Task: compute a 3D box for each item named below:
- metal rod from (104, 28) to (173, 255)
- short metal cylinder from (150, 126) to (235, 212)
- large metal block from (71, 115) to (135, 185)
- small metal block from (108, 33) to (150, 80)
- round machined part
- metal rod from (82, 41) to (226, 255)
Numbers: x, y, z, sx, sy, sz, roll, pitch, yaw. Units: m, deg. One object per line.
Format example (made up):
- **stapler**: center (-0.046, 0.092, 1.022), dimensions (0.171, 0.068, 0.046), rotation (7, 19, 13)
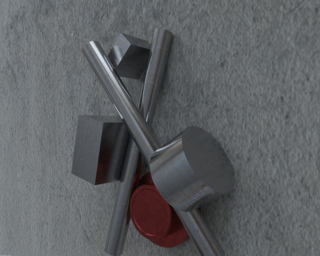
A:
- **metal rod**: center (-0.029, 0.020, 0.408), dimensions (0.025, 0.025, 0.298), rotation (15, 93, 38)
- **short metal cylinder**: center (0.036, 0.045, 0.340), dimensions (0.050, 0.081, 0.080), rotation (-39, 67, 33)
- **large metal block**: center (-0.068, 0.027, 0.424), dimensions (0.050, 0.081, 0.079), rotation (15, 100, 39)
- **small metal block**: center (-0.041, -0.096, 0.421), dimensions (0.050, 0.050, 0.025), rotation (-52, 60, 27)
- **round machined part**: center (0.000, 0.103, 0.395), dimensions (0.098, 0.042, 0.097), rotation (0, 90, 39)
- **metal rod**: center (-0.015, 0.019, 0.372), dimensions (0.025, 0.025, 0.299), rotation (-39, 75, 33)
